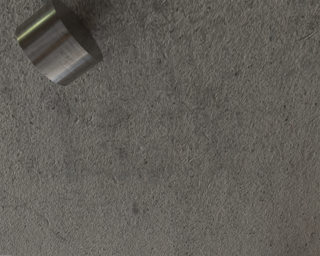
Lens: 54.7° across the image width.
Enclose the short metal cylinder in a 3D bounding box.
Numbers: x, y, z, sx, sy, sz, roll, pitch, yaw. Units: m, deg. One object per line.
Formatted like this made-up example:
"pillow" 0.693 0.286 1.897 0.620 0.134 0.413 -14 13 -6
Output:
"short metal cylinder" -0.109 -0.094 0.345 0.050 0.080 0.080 -33 107 11
